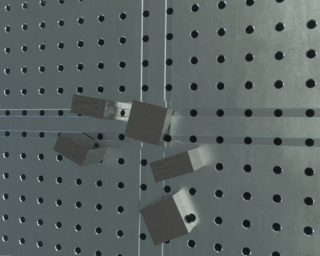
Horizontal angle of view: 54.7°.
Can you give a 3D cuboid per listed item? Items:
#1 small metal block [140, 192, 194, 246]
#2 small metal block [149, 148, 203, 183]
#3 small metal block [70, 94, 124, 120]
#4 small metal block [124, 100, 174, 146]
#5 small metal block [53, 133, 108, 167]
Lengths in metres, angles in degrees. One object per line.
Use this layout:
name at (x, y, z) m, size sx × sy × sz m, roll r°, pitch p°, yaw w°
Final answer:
small metal block at (0.009, 0.119, 0.409) m, size 0.050 × 0.025 × 0.050 m, roll -27°, pitch 82°, yaw 17°
small metal block at (0.022, 0.046, 0.391) m, size 0.050 × 0.050 × 0.025 m, roll -20°, pitch 84°, yaw 18°
small metal block at (-0.086, -0.028, 0.428) m, size 0.050 × 0.050 × 0.025 m, roll 11°, pitch 94°, yaw 19°
small metal block at (-0.015, -0.007, 0.417) m, size 0.050 × 0.025 × 0.050 m, roll 15°, pitch 95°, yaw 19°
small metal block at (-0.111, 0.029, 0.437) m, size 0.050 × 0.050 × 0.025 m, roll 27°, pitch 99°, yaw 17°
